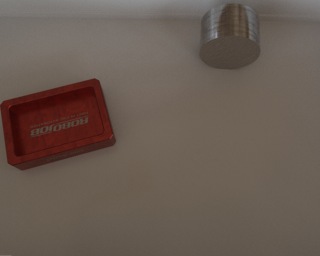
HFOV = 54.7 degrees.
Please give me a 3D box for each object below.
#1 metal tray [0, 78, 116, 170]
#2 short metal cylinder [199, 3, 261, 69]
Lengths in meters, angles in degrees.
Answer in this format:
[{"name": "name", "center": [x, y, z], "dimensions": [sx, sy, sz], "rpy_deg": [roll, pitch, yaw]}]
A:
[{"name": "metal tray", "center": [-0.133, -0.006, 0.407], "dimensions": [0.131, 0.030, 0.090], "rpy_deg": [-15, 71, -6]}, {"name": "short metal cylinder", "center": [0.096, -0.123, 0.427], "dimensions": [0.081, 0.080, 0.050], "rpy_deg": [5, 70, 1]}]
